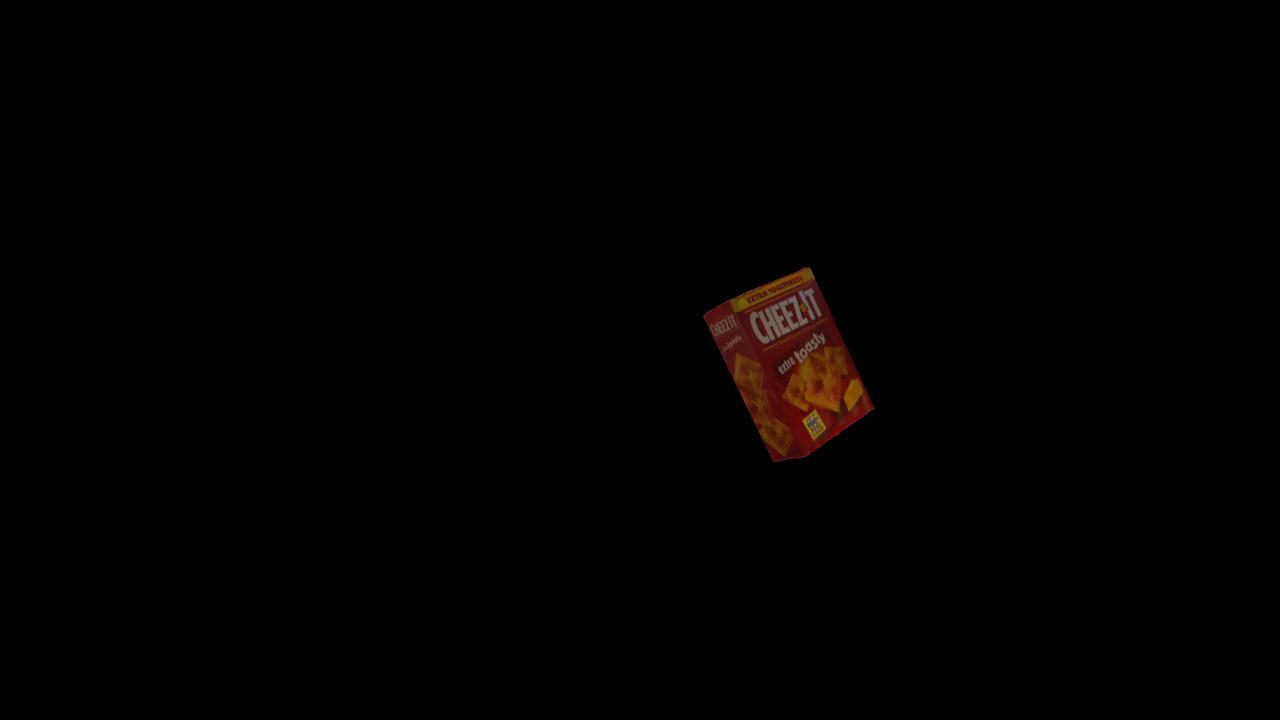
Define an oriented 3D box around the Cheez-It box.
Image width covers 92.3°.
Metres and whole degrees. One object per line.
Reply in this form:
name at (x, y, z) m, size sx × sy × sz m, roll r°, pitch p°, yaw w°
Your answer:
Cheez-It box at (0.206, 0.003, 0.837) m, size 0.166 × 0.223 × 0.071 m, roll -24°, pitch -2°, yaw -34°
